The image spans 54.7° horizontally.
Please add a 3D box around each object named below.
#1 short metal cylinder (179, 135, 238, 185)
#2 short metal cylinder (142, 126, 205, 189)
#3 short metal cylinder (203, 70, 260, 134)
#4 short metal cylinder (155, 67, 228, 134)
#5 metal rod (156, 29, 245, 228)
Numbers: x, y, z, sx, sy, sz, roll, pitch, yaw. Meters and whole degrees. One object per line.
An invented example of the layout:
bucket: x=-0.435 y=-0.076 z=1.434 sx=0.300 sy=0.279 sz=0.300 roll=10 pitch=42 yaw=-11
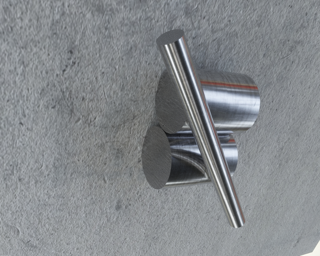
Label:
short metal cylinder: x=0.061 y=0.037 z=0.429 sx=0.050 sy=0.080 sz=0.079 roll=1 pitch=118 yaw=-29
short metal cylinder: x=0.016 y=0.038 z=0.405 sx=0.050 sy=0.080 sz=0.079 roll=1 pitch=118 yaw=-29
short metal cylinder: x=0.079 y=-0.032 z=0.396 sx=0.050 sy=0.080 sz=0.079 roll=1 pitch=118 yaw=-29
short metal cylinder: x=0.035 y=-0.033 z=0.372 sx=0.050 sy=0.080 sz=0.079 roll=1 pitch=118 yaw=-29
metal rod: x=0.060 y=0.028 z=0.355 sx=0.025 sy=0.025 sz=0.299 roll=-32 pitch=129 yaw=-8
